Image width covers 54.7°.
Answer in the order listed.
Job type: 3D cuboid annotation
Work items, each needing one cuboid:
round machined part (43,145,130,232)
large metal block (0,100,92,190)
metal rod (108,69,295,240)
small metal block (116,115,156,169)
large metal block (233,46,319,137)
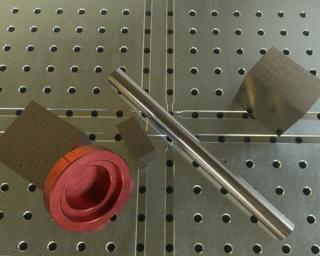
[{"bbox_3d":[-0.087,0.065,0.359,0.098,0.098,0.042,-49,42,-15],"label":"round machined part"},{"bbox_3d":[-0.146,0.025,0.388,0.080,0.050,0.080,31,73,10],"label":"large metal block"},{"bbox_3d":[0.044,0.025,0.402,0.300,0.025,0.025,43,75,14],"label":"metal rod"},{"bbox_3d":[-0.029,0.019,0.391,0.025,0.050,0.050,-30,73,-10],"label":"small metal block"},{"bbox_3d":[0.150,-0.044,0.400,0.080,0.080,0.050,41,75,13],"label":"large metal block"}]
